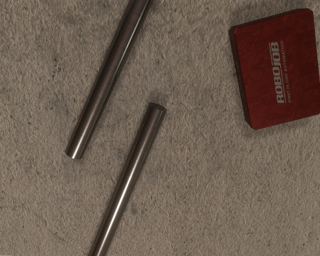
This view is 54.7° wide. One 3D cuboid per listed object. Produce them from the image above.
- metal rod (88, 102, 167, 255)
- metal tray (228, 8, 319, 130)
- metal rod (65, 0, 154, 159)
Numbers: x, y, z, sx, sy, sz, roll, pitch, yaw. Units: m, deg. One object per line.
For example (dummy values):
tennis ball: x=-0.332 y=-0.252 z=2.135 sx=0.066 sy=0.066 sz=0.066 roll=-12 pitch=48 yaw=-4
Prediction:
metal rod: x=-0.058 y=0.103 z=0.446 sx=0.025 sy=0.025 sz=0.298 roll=20 pitch=109 yaw=-8
metal tray: x=0.144 y=-0.070 z=0.383 sx=0.090 sy=0.030 sz=0.129 roll=-15 pitch=110 yaw=5
metal rod: x=-0.051 y=-0.091 z=0.375 sx=0.025 sy=0.025 sz=0.298 roll=25 pitch=108 yaw=-9
